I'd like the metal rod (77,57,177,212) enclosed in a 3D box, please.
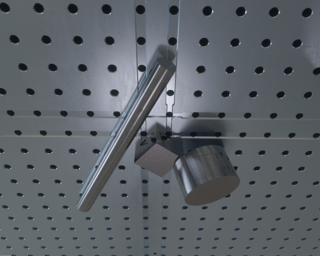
[{"bbox_3d":[-0.060,0.029,0.435,0.025,0.025,0.298,21,127,-17],"label":"metal rod"}]

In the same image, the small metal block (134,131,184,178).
[{"bbox_3d":[-0.001,0.039,0.445,0.050,0.025,0.050,32,123,-24],"label":"small metal block"}]

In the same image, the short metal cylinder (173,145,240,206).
[{"bbox_3d":[0.065,0.068,0.437,0.081,0.050,0.080,-14,144,-10],"label":"short metal cylinder"}]
